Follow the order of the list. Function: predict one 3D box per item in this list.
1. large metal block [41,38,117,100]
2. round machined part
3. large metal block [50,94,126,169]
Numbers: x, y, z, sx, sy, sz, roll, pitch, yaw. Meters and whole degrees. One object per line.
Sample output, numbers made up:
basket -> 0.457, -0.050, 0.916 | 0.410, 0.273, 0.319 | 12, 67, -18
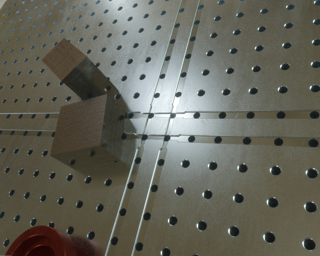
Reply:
large metal block -> -0.128, -0.086, 0.493 | 0.050, 0.080, 0.080 | -46, 51, -4
round machined part -> -0.138, 0.169, 0.366 | 0.098, 0.042, 0.098 | -13, 56, 21
large metal block -> -0.100, 0.007, 0.441 | 0.080, 0.050, 0.080 | -12, 57, 21
